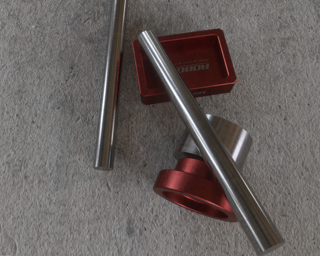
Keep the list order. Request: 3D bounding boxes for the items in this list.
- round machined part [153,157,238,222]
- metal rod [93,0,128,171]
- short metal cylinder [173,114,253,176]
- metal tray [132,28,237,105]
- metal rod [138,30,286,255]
[{"bbox_3d":[0.045,0.066,0.346,0.098,0.098,0.042,20,70,7],"label":"round machined part"},{"bbox_3d":[-0.066,-0.089,0.440,0.025,0.025,0.299,2,70,1],"label":"metal rod"},{"bbox_3d":[0.063,0.026,0.370,0.080,0.080,0.050,24,72,8],"label":"short metal cylinder"},{"bbox_3d":[0.032,-0.087,0.437,0.131,0.030,0.090,-9,70,-4],"label":"metal tray"},{"bbox_3d":[0.036,-0.012,0.337,0.025,0.025,0.299,-21,55,-8],"label":"metal rod"}]
